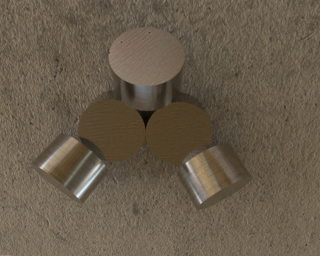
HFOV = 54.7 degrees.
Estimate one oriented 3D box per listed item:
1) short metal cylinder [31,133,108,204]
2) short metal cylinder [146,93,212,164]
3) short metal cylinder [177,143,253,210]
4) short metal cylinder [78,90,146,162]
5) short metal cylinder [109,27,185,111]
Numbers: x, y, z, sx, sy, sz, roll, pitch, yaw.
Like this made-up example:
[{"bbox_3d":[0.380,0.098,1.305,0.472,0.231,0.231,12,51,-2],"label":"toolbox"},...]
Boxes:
[{"bbox_3d":[-0.114,0.052,0.393,0.080,0.080,0.050,44,64,-15],"label":"short metal cylinder"},{"bbox_3d":[0.023,-0.001,0.397,0.081,0.050,0.079,0,110,0],"label":"short metal cylinder"},{"bbox_3d":[0.070,0.063,0.399,0.080,0.080,0.050,-35,65,12],"label":"short metal cylinder"},{"bbox_3d":[-0.058,-0.004,0.395,0.081,0.050,0.079,0,110,0],"label":"short metal cylinder"},{"bbox_3d":[-0.015,-0.066,0.351,0.081,0.080,0.050,2,153,-1],"label":"short metal cylinder"}]
